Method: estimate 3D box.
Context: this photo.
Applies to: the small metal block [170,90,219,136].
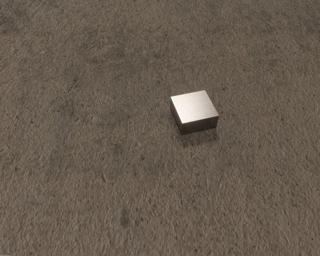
[{"bbox_3d":[0.046,-0.021,0.422,0.050,0.025,0.050,-12,51,-11],"label":"small metal block"}]
